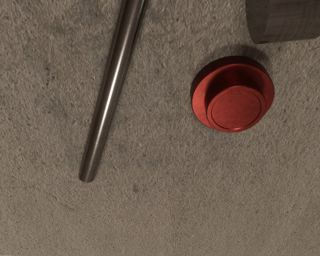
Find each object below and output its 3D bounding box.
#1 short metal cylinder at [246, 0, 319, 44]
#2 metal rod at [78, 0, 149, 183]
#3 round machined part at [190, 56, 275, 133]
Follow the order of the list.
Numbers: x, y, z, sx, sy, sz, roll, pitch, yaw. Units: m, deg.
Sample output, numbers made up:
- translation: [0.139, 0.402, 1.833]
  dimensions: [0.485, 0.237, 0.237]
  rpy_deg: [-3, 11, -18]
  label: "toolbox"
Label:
- translation: [0.110, -0.117, 0.273]
  dimensions: [0.050, 0.080, 0.080]
  rpy_deg: [-5, 130, 3]
  label: "short metal cylinder"
- translation: [-0.063, -0.035, 0.376]
  dimensions: [0.025, 0.025, 0.298]
  rpy_deg: [14, 129, -12]
  label: "metal rod"
- translation: [0.087, -0.033, 0.370]
  dimensions: [0.099, 0.042, 0.097]
  rpy_deg: [-1, 130, 0]
  label: "round machined part"
